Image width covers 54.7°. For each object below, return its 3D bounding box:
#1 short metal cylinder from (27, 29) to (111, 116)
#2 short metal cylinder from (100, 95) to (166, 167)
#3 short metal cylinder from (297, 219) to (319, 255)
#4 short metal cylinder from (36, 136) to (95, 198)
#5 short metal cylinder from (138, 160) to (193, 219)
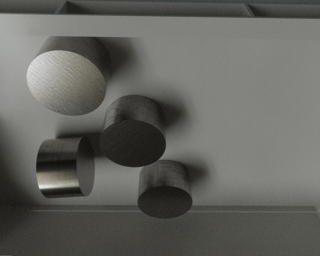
[{"bbox_3d":[-0.096,-0.060,0.340,0.081,0.050,0.079,0,130,0],"label":"short metal cylinder"},{"bbox_3d":[-0.033,0.005,0.396,0.081,0.050,0.079,0,130,0],"label":"short metal cylinder"},{"bbox_3d":[0.306,0.215,0.581,0.081,0.050,0.079,0,130,0],"label":"short metal cylinder"},{"bbox_3d":[-0.124,0.053,0.417,0.050,0.080,0.080,-4,130,3],"label":"short metal cylinder"},{"bbox_3d":[0.007,0.094,0.473,0.081,0.050,0.079,0,130,0],"label":"short metal cylinder"}]
